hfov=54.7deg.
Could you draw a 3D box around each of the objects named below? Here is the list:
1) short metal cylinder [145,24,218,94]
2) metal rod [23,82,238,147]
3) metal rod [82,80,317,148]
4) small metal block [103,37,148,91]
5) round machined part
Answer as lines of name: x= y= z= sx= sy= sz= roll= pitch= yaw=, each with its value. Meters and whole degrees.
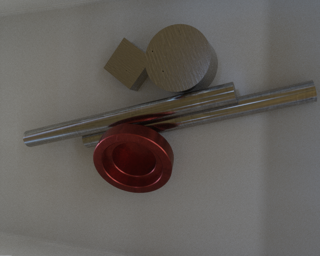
short metal cylinder: x=0.028 y=-0.082 z=0.387 sx=0.080 sy=0.050 sz=0.079 roll=0 pitch=90 yaw=19
metal rod: x=-0.052 y=-0.013 z=0.406 sx=0.301 sy=0.025 sz=0.025 roll=-12 pitch=86 yaw=19
metal rod: x=0.035 y=-0.013 z=0.397 sx=0.301 sy=0.025 sz=0.025 roll=-12 pitch=86 yaw=19
small metal block: x=-0.040 y=-0.086 z=0.424 sx=0.050 sy=0.025 sz=0.050 roll=40 pitch=102 yaw=15
round machined part: x=-0.031 y=0.034 z=0.395 sx=0.099 sy=0.042 sz=0.097 roll=5 pitch=126 yaw=7
